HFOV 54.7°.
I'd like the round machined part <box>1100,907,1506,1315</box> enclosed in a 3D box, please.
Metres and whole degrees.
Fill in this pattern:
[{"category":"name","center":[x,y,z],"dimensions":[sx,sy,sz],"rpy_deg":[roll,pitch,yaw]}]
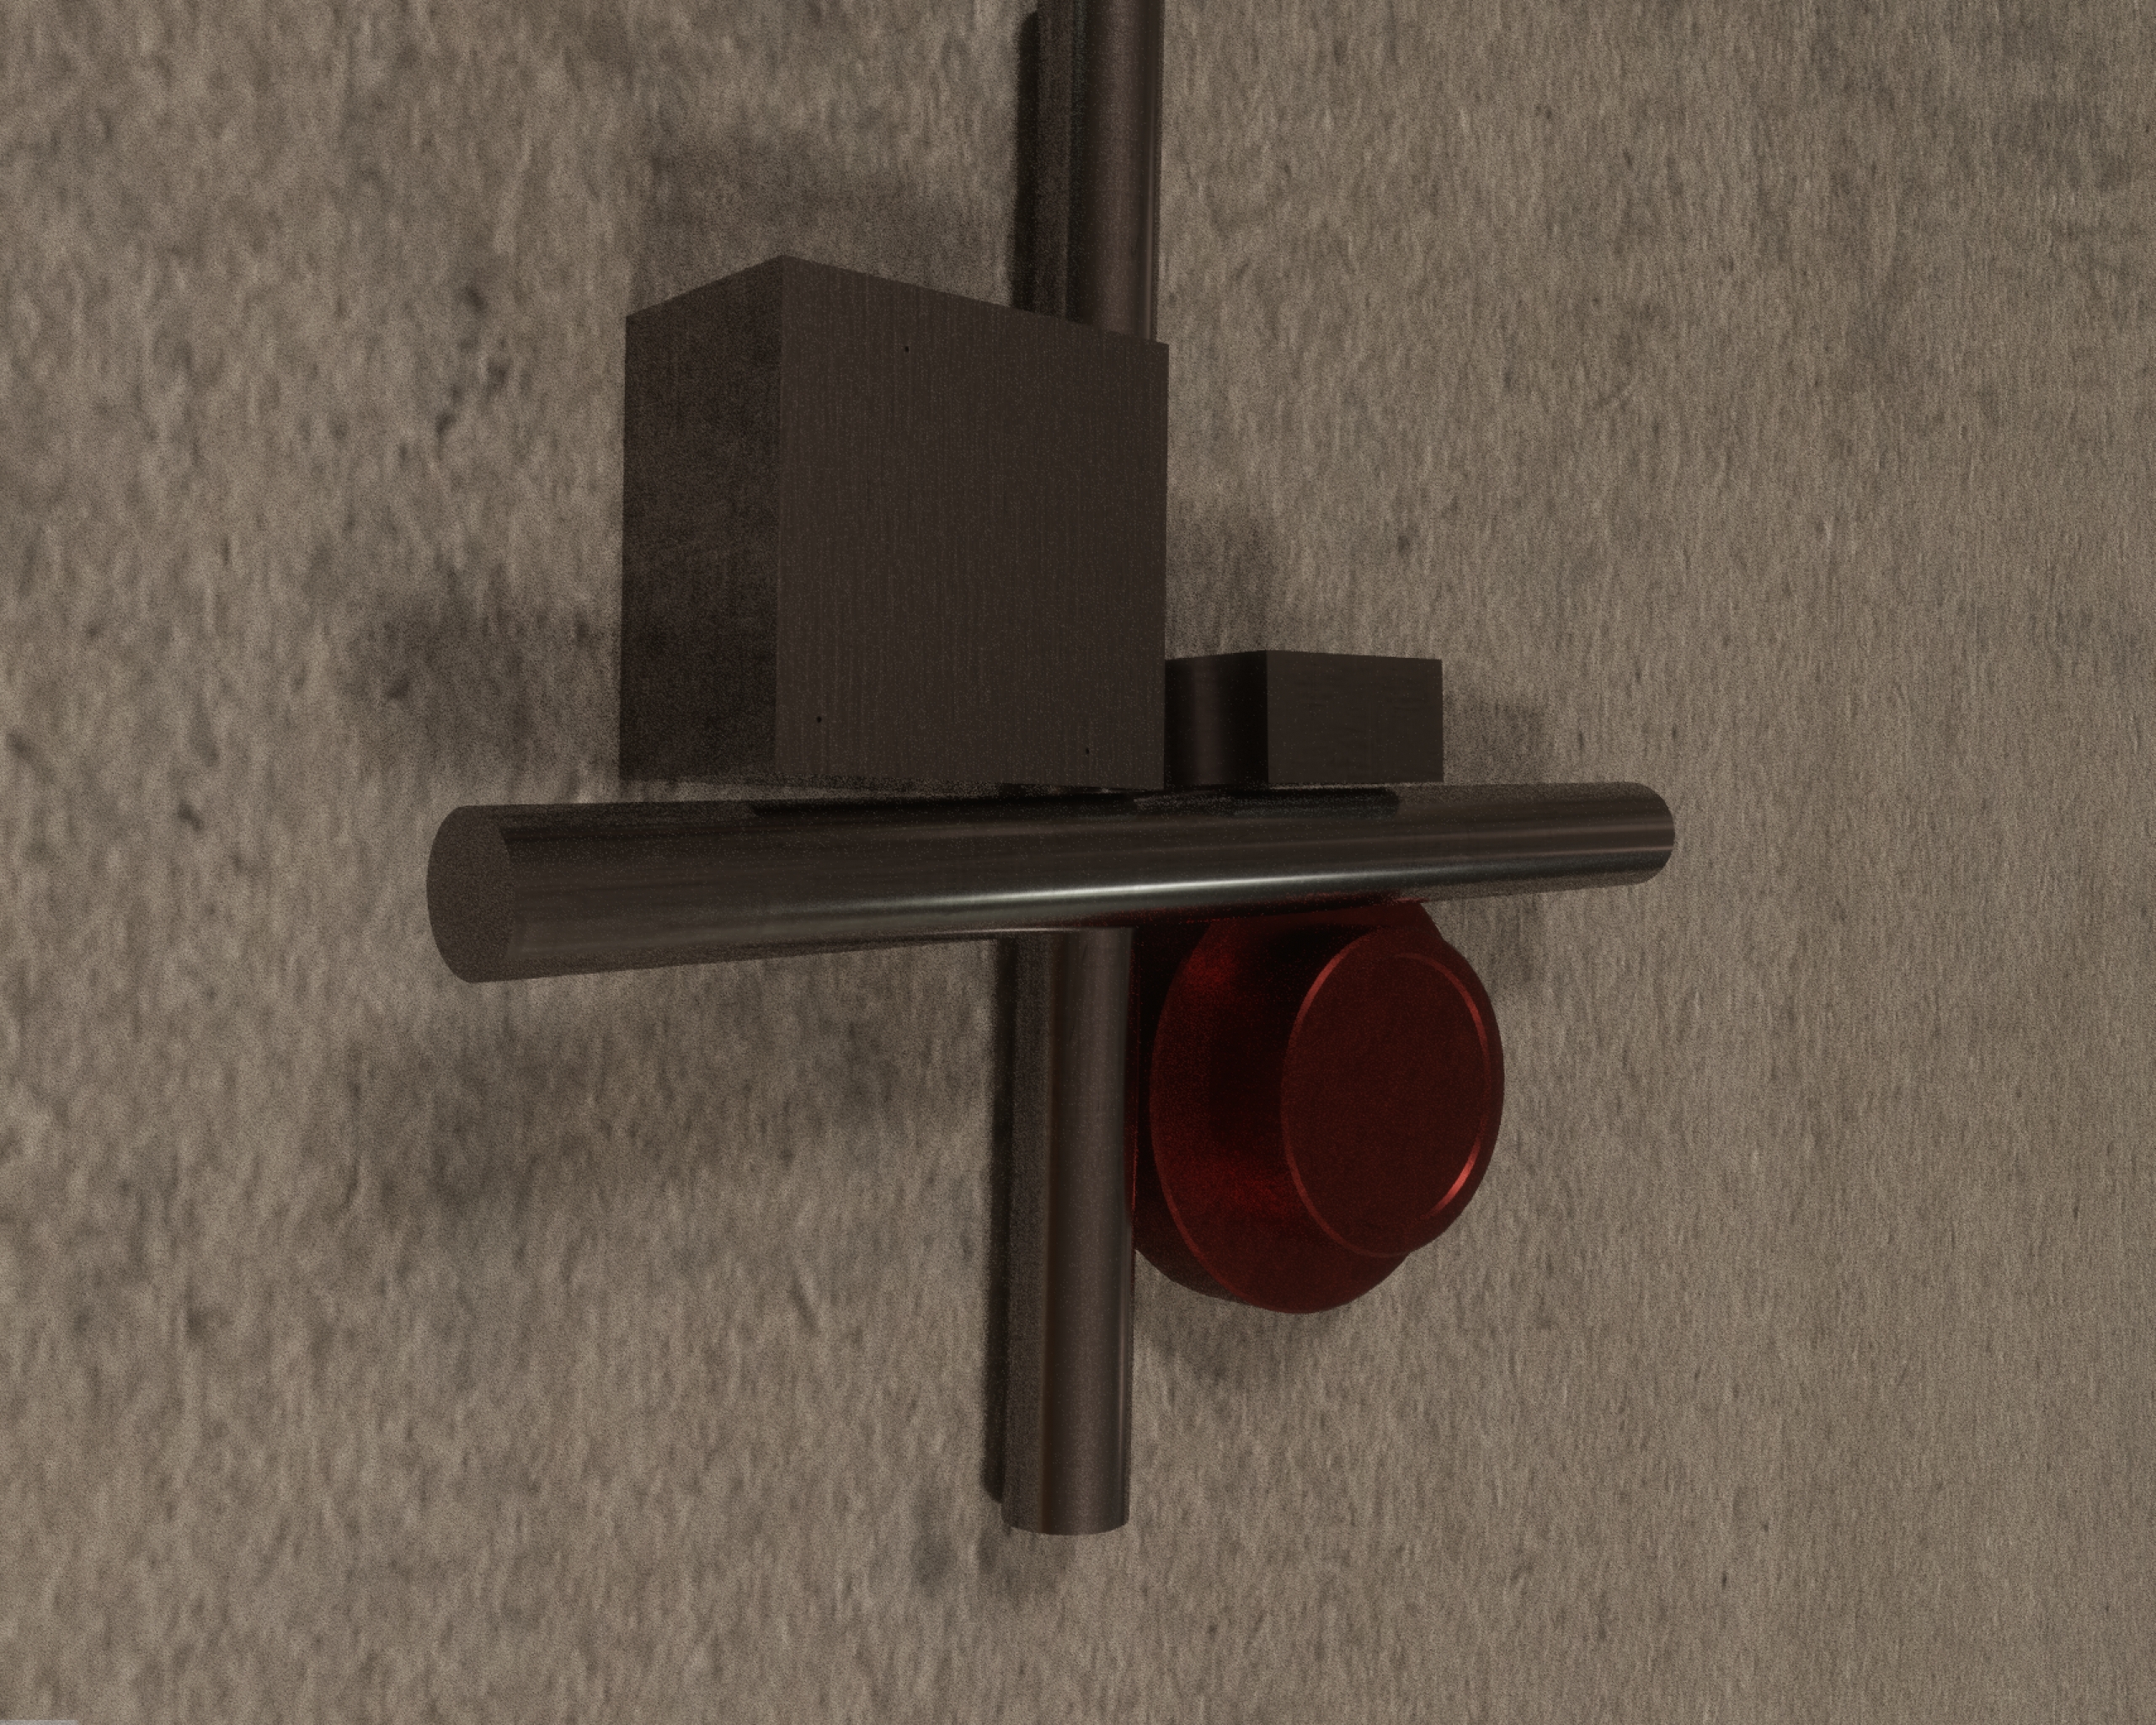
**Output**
[{"category":"round machined part","center":[0.053,0.047,0.441],"dimensions":[0.099,0.042,0.097],"rpy_deg":[0,90,-40]}]

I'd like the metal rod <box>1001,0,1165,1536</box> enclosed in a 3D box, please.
[{"category":"metal rod","center":[0.001,-0.022,0.409],"dimensions":[0.025,0.025,0.298],"rpy_deg":[2,89,-40]}]

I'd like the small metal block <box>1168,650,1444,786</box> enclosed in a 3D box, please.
[{"category":"small metal block","center":[0.038,-0.028,0.425],"dimensions":[0.050,0.050,0.025],"rpy_deg":[-2,92,-40]}]

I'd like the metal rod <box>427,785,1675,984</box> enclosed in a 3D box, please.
[{"category":"metal rod","center":[0.024,-0.001,0.396],"dimensions":[0.302,0.025,0.025],"rpy_deg":[-3,92,-44]}]

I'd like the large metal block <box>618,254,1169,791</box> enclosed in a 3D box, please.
[{"category":"large metal block","center":[-0.031,-0.053,0.364],"dimensions":[0.081,0.050,0.079],"rpy_deg":[1,90,-40]}]
